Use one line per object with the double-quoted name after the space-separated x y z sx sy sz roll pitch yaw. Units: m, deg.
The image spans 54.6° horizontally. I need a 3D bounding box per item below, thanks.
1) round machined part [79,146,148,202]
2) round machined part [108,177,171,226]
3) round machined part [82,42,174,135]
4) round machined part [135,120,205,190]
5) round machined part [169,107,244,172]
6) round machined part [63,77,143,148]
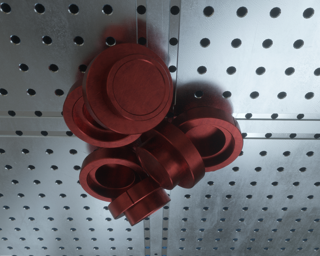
-0.064 0.063 0.452 0.099 0.042 0.097 0 130 0 "round machined part"
-0.023 0.107 0.453 0.098 0.042 0.098 -32 166 -9 "round machined part"
-0.028 -0.041 0.329 0.099 0.042 0.097 -1 93 -26 "round machined part"
0.007 0.040 0.394 0.042 0.098 0.098 -38 133 -23 "round machined part"
0.056 0.011 0.409 0.099 0.042 0.097 0 130 0 "round machined part"
-0.063 -0.025 0.377 0.099 0.042 0.097 0 130 0 "round machined part"
